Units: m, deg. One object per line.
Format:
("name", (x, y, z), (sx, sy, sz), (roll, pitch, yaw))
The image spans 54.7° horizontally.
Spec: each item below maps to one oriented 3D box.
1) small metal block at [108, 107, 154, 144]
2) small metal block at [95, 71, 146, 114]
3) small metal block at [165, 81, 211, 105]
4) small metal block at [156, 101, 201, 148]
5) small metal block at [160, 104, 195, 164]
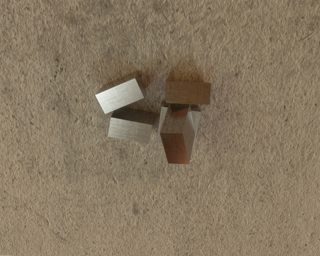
("small metal block", (-0.036, -0.005, 0.394), (0.050, 0.050, 0.025), (11, 110, -4))
("small metal block", (-0.046, -0.045, 0.379), (0.050, 0.050, 0.025), (-22, 109, 8))
("small metal block", (0.032, -0.044, 0.378), (0.050, 0.050, 0.025), (2, 100, -1))
("small metal block", (0.023, -0.005, 0.408), (0.050, 0.025, 0.050), (8, 110, -3))
("small metal block", (0.022, 0.007, 0.362), (0.025, 0.050, 0.050), (0, 133, 17))
